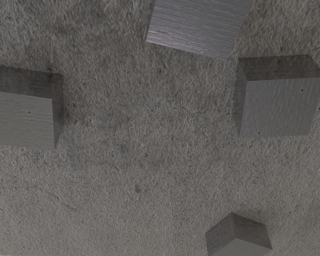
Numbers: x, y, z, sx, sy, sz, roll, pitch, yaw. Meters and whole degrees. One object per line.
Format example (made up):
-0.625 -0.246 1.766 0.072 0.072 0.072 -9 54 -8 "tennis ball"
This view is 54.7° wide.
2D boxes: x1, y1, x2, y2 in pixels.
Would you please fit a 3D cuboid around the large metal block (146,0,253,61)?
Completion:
0.036 -0.119 0.290 0.081 0.050 0.079 11 129 -10 "large metal block"

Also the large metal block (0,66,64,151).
-0.162 -0.023 0.370 0.081 0.050 0.079 8 130 -7 "large metal block"

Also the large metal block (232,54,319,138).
0.132 -0.036 0.361 0.080 0.050 0.080 -3 130 2 "large metal block"

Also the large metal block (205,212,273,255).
0.142 0.208 0.569 0.080 0.050 0.080 23 126 -19 "large metal block"
